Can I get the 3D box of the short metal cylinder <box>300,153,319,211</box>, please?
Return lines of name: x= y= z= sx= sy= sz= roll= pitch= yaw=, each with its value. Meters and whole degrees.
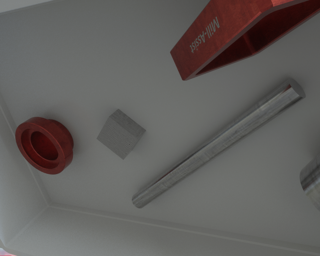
short metal cylinder: x=0.190 y=0.054 z=0.306 sx=0.080 sy=0.080 sz=0.050 roll=33 pitch=128 yaw=6

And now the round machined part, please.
round machined part: x=-0.182 y=0.025 z=0.506 sx=0.098 sy=0.042 sz=0.097 roll=13 pitch=124 yaw=20

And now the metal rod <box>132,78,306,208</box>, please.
metal rod: x=0.052 y=0.039 z=0.404 sx=0.025 sy=0.025 sz=0.299 roll=45 pitch=129 yaw=-3

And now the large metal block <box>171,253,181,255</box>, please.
large metal block: x=0.049 y=0.276 z=0.539 sx=0.080 sy=0.050 sz=0.079 roll=13 pitch=124 yaw=20

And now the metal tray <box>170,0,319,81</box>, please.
metal tray: x=0.071 y=-0.082 z=0.239 sx=0.030 sy=0.091 sz=0.130 roll=67 pitch=161 yaw=2

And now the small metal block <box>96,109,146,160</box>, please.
small metal block: x=-0.056 y=0.009 z=0.442 sx=0.050 sy=0.025 sz=0.050 roll=38 pitch=129 yaw=2
